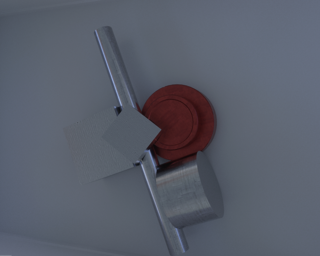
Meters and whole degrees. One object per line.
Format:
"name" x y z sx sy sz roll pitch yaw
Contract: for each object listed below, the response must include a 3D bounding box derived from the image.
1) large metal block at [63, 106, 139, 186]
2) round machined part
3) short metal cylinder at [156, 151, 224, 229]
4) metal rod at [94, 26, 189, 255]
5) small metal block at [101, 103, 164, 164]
"large metal block" -0.072 0.024 0.417 0.080 0.050 0.080 -21 83 18
"round machined part" 0.019 -0.007 0.392 0.098 0.042 0.097 0 90 19
"short metal cylinder" 0.037 0.073 0.366 0.050 0.080 0.080 -22 83 18
"metal rod" -0.026 0.011 0.395 0.025 0.025 0.299 -22 83 18
"small metal block" -0.032 0.007 0.368 0.050 0.025 0.050 38 91 8
